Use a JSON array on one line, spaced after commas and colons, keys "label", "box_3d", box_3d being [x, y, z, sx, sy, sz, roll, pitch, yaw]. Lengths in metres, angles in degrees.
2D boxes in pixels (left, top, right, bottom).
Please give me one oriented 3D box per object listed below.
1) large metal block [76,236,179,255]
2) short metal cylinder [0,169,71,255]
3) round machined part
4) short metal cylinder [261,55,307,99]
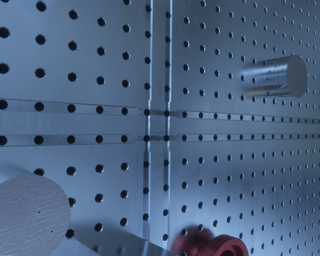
[{"label": "large metal block", "box_3d": [-0.039, 0.158, 0.341, 0.081, 0.080, 0.050, 11, 83, -40]}, {"label": "short metal cylinder", "box_3d": [-0.131, 0.080, 0.283, 0.081, 0.050, 0.080, 0, 91, -40]}, {"label": "round machined part", "box_3d": [0.090, 0.212, 0.474, 0.099, 0.042, 0.097, 0, 90, -40]}, {"label": "short metal cylinder", "box_3d": [0.238, -0.095, 0.592, 0.081, 0.050, 0.080, 0, 90, -40]}]
